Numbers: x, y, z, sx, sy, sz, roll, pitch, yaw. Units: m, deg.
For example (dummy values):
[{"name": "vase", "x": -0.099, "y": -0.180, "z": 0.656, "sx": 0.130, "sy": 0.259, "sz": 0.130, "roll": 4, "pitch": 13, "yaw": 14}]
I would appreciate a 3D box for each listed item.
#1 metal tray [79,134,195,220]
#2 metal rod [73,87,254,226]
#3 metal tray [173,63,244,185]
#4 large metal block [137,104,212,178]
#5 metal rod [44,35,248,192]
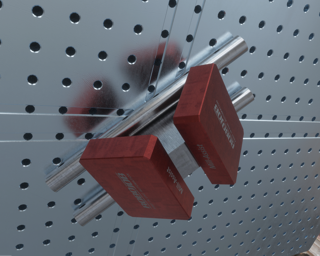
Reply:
[{"name": "metal tray", "x": -0.023, "y": 0.063, "z": 0.369, "sx": 0.090, "sy": 0.030, "sz": 0.130, "roll": -5, "pitch": 135, "yaw": 27}, {"name": "metal rod", "x": 0.008, "y": 0.038, "z": 0.441, "sx": 0.301, "sy": 0.025, "sz": 0.025, "roll": -36, "pitch": 130, "yaw": -5}, {"name": "metal tray", "x": 0.065, "y": -0.001, "z": 0.377, "sx": 0.130, "sy": 0.030, "sz": 0.090, "roll": 56, "pitch": 42, "yaw": -39}, {"name": "large metal block", "x": 0.016, "y": 0.017, "z": 0.396, "sx": 0.080, "sy": 0.080, "sz": 0.050, "roll": -36, "pitch": 130, "yaw": -5}, {"name": "metal rod", "x": -0.014, "y": -0.020, "z": 0.393, "sx": 0.301, "sy": 0.025, "sz": 0.025, "roll": -37, "pitch": 130, "yaw": -4}]
